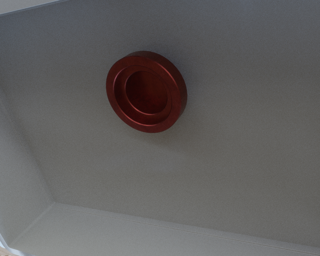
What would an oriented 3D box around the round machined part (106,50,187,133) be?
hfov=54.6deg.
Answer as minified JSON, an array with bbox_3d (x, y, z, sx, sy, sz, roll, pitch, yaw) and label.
[{"bbox_3d":[-0.013,-0.046,0.376,0.098,0.042,0.097,13,124,21],"label":"round machined part"}]
